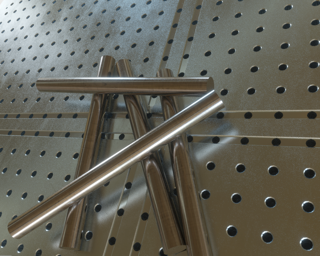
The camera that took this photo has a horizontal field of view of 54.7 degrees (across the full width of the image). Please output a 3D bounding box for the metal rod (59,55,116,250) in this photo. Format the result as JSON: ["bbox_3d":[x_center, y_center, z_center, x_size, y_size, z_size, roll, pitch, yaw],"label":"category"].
[{"bbox_3d":[-0.098,0.016,0.447,0.025,0.025,0.299,-9,58,23],"label":"metal rod"}]

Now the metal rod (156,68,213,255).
[{"bbox_3d":[0.027,0.044,0.366,0.025,0.025,0.299,-20,54,16],"label":"metal rod"}]

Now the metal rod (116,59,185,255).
[{"bbox_3d":[-0.021,0.012,0.410,0.025,0.025,0.299,-27,52,11],"label":"metal rod"}]

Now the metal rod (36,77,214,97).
[{"bbox_3d":[-0.069,-0.061,0.448,0.300,0.025,0.025,5,64,30],"label":"metal rod"}]

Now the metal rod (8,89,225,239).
[{"bbox_3d":[-0.057,0.047,0.375,0.300,0.025,0.025,-33,52,6],"label":"metal rod"}]
